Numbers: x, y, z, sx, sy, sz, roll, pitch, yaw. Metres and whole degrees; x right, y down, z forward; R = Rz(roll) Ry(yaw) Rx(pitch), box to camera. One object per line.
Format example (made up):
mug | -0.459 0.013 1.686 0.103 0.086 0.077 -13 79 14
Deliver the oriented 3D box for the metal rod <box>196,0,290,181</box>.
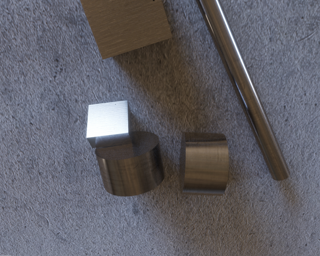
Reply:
metal rod | 0.103 -0.059 0.388 0.025 0.025 0.299 -26 108 9

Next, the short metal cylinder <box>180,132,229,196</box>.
short metal cylinder | 0.054 0.046 0.398 0.050 0.080 0.079 3 110 -1

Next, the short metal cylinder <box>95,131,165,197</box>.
short metal cylinder | -0.037 0.043 0.395 0.080 0.080 0.050 -8 112 3

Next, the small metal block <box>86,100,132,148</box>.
small metal block | -0.063 -0.005 0.391 0.050 0.050 0.025 -7 145 2

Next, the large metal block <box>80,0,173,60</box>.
large metal block | -0.037 -0.131 0.348 0.080 0.050 0.080 -17 109 6
